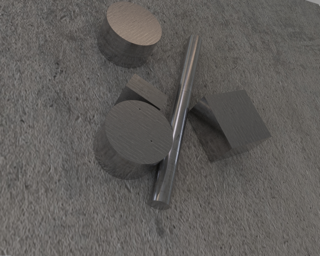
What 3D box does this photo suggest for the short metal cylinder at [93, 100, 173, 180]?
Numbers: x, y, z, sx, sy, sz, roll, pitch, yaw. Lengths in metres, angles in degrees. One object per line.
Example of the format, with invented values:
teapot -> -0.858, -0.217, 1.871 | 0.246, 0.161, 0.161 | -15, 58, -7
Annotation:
short metal cylinder -> -0.032, 0.014, 0.362 | 0.081, 0.050, 0.080 | 14, 56, -21

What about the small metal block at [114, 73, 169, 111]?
small metal block -> -0.025, -0.033, 0.394 | 0.050, 0.050, 0.025 | 34, 51, -6

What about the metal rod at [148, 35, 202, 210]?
metal rod -> 0.029, -0.030, 0.437 | 0.025, 0.025, 0.300 | 24, 53, -14

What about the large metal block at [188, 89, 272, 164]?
large metal block -> 0.097, -0.004, 0.443 | 0.081, 0.050, 0.080 | -12, 68, -33

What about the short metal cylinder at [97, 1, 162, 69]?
short metal cylinder -> -0.045, -0.133, 0.445 | 0.081, 0.050, 0.080 | 14, 56, -21
